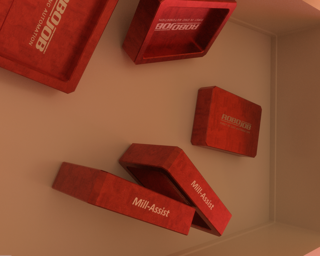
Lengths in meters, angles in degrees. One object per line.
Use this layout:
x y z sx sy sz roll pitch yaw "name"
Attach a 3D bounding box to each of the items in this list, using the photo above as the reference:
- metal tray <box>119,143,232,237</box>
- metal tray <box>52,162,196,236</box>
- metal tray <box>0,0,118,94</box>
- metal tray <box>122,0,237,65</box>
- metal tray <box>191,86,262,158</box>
0.019 0.075 0.380 0.030 0.090 0.130 -53 121 -27 "metal tray"
-0.037 0.076 0.333 0.131 0.090 0.030 31 71 -36 "metal tray"
-0.099 -0.108 0.289 0.090 0.030 0.129 23 98 -38 "metal tray"
0.026 -0.128 0.386 0.131 0.089 0.030 -17 61 -39 "metal tray"
0.110 -0.006 0.495 0.131 0.030 0.090 15 81 -39 "metal tray"
